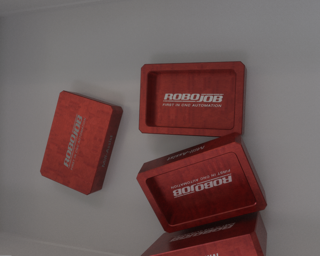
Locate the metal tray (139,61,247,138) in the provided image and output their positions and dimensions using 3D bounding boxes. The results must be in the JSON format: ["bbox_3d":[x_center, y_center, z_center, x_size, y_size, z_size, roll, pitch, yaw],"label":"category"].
[{"bbox_3d":[0.040,-0.035,0.393,0.130,0.030,0.089,2,91,20],"label":"metal tray"}]

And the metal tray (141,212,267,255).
[{"bbox_3d":[0.053,0.135,0.357,0.130,0.090,0.030,-20,84,19],"label":"metal tray"}]

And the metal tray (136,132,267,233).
[{"bbox_3d":[0.049,0.069,0.373,0.130,0.030,0.090,-21,105,19],"label":"metal tray"}]

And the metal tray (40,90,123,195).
[{"bbox_3d":[-0.115,0.020,0.448,0.090,0.030,0.129,18,96,19],"label":"metal tray"}]
